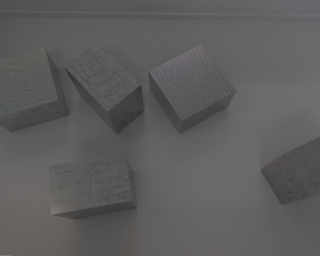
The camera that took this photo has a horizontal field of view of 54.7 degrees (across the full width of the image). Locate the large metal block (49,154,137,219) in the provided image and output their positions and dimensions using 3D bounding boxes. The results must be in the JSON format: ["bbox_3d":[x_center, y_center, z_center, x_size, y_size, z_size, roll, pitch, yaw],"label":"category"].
[{"bbox_3d":[-0.072,0.070,0.354,0.081,0.080,0.050,-9,71,-3],"label":"large metal block"}]

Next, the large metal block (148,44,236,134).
[{"bbox_3d":[0.040,-0.051,0.415,0.080,0.050,0.080,-29,73,-10],"label":"large metal block"}]

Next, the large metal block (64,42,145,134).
[{"bbox_3d":[-0.067,-0.048,0.397,0.050,0.080,0.080,-41,75,-13],"label":"large metal block"}]

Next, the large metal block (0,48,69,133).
[{"bbox_3d":[-0.176,-0.049,0.413,0.080,0.050,0.080,-18,71,-7],"label":"large metal block"}]

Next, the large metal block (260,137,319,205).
[{"bbox_3d":[0.178,0.046,0.365,0.080,0.080,0.050,-24,72,-8],"label":"large metal block"}]
